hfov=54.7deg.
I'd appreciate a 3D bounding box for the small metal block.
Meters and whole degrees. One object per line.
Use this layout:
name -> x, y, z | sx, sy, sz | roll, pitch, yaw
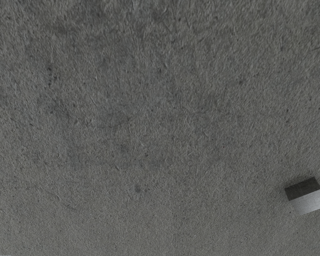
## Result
small metal block -> 0.240, 0.112, 0.505 | 0.050, 0.025, 0.050 | -30, 124, 22
